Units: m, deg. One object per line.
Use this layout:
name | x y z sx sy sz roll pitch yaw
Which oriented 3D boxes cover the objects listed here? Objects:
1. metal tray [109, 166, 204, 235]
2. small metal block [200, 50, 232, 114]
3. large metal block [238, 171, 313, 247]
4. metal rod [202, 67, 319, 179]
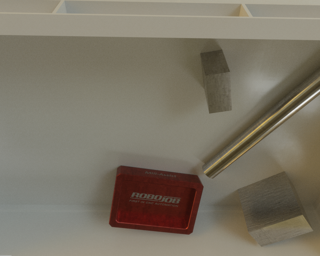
metal tray | -0.007 0.112 0.478 0.131 0.030 0.089 8 105 -8
small metal block | 0.063 -0.053 0.349 0.025 0.050 0.050 -8 130 6
large metal block | 0.177 0.126 0.483 0.080 0.080 0.050 -27 125 21
metal rod | 0.161 -0.027 0.388 0.025 0.025 0.299 29 124 -23
